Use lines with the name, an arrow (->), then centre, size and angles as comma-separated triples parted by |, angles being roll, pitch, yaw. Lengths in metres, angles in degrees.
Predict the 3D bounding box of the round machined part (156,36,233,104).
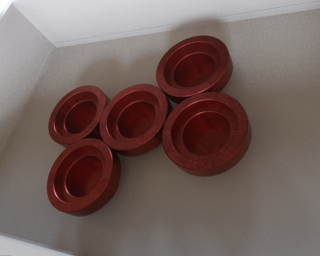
round machined part -> 0.048, -0.071, 0.410 | 0.098, 0.042, 0.098 | -13, 56, 21

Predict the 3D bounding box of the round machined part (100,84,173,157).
round machined part -> -0.027, -0.007, 0.409 | 0.098, 0.042, 0.098 | -13, 56, 21

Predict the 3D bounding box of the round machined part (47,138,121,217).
round machined part -> -0.092, 0.065, 0.399 | 0.098, 0.042, 0.098 | -13, 56, 21

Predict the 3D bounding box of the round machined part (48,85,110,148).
round machined part -> -0.111, -0.011, 0.458 | 0.098, 0.042, 0.098 | -13, 56, 21

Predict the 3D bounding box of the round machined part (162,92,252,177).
round machined part -> 0.056, 0.010, 0.356 | 0.098, 0.042, 0.098 | -13, 56, 21
